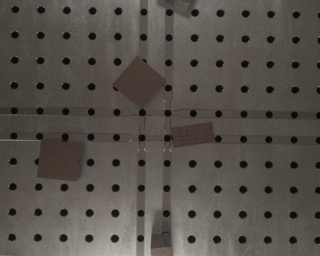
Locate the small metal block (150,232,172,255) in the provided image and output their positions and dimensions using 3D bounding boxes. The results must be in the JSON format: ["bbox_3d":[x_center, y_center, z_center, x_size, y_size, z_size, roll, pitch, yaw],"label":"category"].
[{"bbox_3d":[0.003,0.170,0.401,0.025,0.050,0.050,-6,90,0],"label":"small metal block"}]

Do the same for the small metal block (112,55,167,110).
[{"bbox_3d":[-0.027,-0.059,0.413,0.050,0.025,0.050,40,90,-1],"label":"small metal block"}]

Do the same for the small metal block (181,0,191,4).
[{"bbox_3d":[0.028,-0.203,0.414,0.050,0.025,0.050,24,90,-1],"label":"small metal block"}]

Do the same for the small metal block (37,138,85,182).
[{"bbox_3d":[-0.131,0.042,0.412,0.050,0.025,0.050,6,90,-1],"label":"small metal block"}]

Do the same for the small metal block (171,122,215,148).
[{"bbox_3d":[0.041,0.008,0.401,0.050,0.050,0.025,-8,90,0],"label":"small metal block"}]
